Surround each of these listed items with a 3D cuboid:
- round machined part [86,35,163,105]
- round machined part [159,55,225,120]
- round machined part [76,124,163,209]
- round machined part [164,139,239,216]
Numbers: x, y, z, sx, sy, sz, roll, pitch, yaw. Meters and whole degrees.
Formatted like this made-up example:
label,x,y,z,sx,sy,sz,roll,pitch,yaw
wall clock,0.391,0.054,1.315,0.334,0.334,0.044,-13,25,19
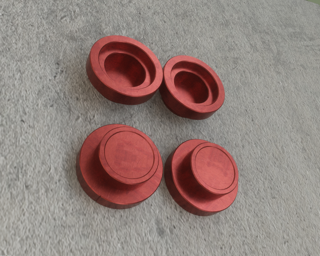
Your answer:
label,x,y,z,sx,sy,sz,roll,pitch,yaw
round machined part,-0.049,-0.071,0.410,0.099,0.042,0.098,14,56,-21
round machined part,0.041,-0.053,0.447,0.099,0.042,0.098,14,56,-21
round machined part,-0.041,0.038,0.348,0.099,0.042,0.098,14,56,-21
round machined part,0.059,0.057,0.389,0.099,0.042,0.098,14,56,-21
